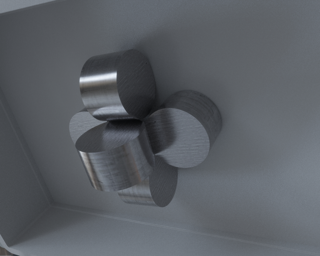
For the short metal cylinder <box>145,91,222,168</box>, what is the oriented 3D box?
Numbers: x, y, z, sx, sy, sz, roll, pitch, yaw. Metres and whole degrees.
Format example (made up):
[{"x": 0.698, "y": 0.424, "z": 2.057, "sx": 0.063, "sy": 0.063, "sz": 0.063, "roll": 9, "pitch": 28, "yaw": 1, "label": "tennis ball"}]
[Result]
[{"x": 0.029, "y": 0.001, "z": 0.375, "sx": 0.080, "sy": 0.050, "sz": 0.079, "roll": 13, "pitch": 124, "yaw": 21, "label": "short metal cylinder"}]

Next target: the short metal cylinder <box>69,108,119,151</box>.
[{"x": -0.078, "y": 0.002, "z": 0.432, "sx": 0.080, "sy": 0.050, "sz": 0.079, "roll": 13, "pitch": 124, "yaw": 21, "label": "short metal cylinder"}]

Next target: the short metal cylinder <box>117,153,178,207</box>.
[{"x": -0.016, "y": 0.064, "z": 0.419, "sx": 0.050, "sy": 0.080, "sz": 0.080, "roll": -2, "pitch": 117, "yaw": 29, "label": "short metal cylinder"}]

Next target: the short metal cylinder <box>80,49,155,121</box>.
[{"x": -0.047, "y": -0.049, "z": 0.365, "sx": 0.050, "sy": 0.080, "sz": 0.080, "roll": -2, "pitch": 117, "yaw": 29, "label": "short metal cylinder"}]

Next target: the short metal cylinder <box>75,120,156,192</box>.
[{"x": -0.050, "y": 0.028, "z": 0.358, "sx": 0.080, "sy": 0.080, "sz": 0.050, "roll": -1, "pitch": 118, "yaw": 29, "label": "short metal cylinder"}]
